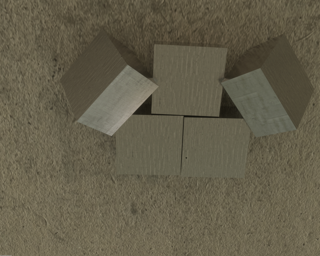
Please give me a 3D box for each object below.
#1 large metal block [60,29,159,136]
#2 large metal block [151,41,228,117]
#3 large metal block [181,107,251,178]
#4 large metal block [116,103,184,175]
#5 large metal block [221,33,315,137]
[{"bbox_3d":[-0.061,-0.052,0.354,0.080,0.080,0.050,-45,139,14],"label":"large metal block"},{"bbox_3d":[0.032,-0.061,0.376,0.081,0.050,0.079,3,110,-2],"label":"large metal block"},{"bbox_3d":[0.068,0.017,0.403,0.081,0.050,0.079,1,110,-1],"label":"large metal block"},{"bbox_3d":[-0.014,0.013,0.402,0.081,0.050,0.079,1,110,-1],"label":"large metal block"},{"bbox_3d":[0.128,-0.048,0.359,0.050,0.080,0.080,-17,116,49],"label":"large metal block"}]
